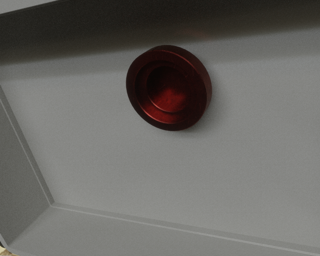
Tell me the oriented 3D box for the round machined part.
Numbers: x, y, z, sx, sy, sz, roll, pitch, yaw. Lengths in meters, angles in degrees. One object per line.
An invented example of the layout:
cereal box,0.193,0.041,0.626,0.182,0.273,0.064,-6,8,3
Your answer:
round machined part,0.013,-0.049,0.361,0.098,0.042,0.097,13,124,21
